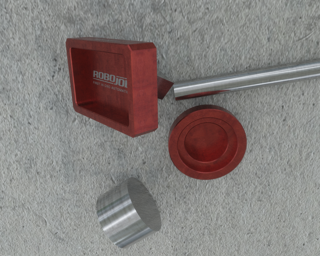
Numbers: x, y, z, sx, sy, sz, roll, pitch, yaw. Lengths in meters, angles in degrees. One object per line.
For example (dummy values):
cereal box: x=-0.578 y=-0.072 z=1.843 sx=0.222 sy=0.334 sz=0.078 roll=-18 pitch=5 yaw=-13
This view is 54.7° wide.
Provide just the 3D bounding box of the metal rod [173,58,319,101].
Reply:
metal rod: x=0.167 y=-0.070 z=0.386 sx=0.302 sy=0.025 sz=0.025 roll=-9 pitch=110 yaw=2

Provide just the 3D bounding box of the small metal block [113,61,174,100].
small metal block: x=-0.019 y=-0.062 z=0.362 sx=0.050 sy=0.050 sz=0.025 roll=46 pitch=109 yaw=30

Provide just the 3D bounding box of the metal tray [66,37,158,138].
metal tray: x=-0.056 y=-0.051 z=0.340 sx=0.030 sy=0.130 sz=0.089 roll=-18 pitch=116 yaw=-38

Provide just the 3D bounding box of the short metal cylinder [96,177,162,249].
short metal cylinder: x=-0.041 y=0.115 z=0.422 sx=0.050 sy=0.080 sz=0.080 roll=-32 pitch=107 yaw=11

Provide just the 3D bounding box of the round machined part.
round machined part: x=0.060 y=0.015 z=0.407 sx=0.099 sy=0.042 sz=0.097 roll=0 pitch=110 yaw=-1
